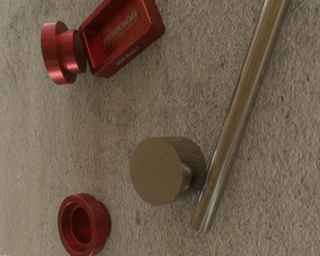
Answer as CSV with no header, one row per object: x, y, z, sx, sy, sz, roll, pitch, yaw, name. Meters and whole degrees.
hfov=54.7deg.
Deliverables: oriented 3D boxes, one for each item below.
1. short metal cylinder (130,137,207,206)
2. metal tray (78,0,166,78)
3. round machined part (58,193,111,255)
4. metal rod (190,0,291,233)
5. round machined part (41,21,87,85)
0.009,0.050,0.379,0.080,0.050,0.079,0,90,39,short metal cylinder
-0.060,-0.142,0.448,0.130,0.030,0.090,-30,72,35,metal tray
-0.114,0.151,0.486,0.098,0.042,0.097,0,90,39,round machined part
0.087,-0.024,0.331,0.025,0.025,0.298,26,106,37,metal rod
-0.146,-0.118,0.488,0.042,0.098,0.097,-6,85,3,round machined part
